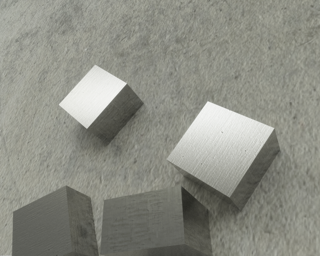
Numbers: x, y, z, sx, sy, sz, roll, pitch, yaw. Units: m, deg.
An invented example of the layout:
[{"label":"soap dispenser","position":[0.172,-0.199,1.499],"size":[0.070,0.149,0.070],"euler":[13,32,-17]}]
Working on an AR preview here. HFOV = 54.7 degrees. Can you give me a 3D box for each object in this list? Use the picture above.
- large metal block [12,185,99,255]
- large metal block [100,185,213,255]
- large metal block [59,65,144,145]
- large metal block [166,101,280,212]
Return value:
[{"label":"large metal block","position":[-0.127,0.128,0.374],"size":[0.080,0.050,0.080],"euler":[-27,53,11]},{"label":"large metal block","position":[-0.001,0.100,0.306],"size":[0.080,0.080,0.050],"euler":[-15,56,19]},{"label":"large metal block","position":[-0.086,-0.035,0.453],"size":[0.080,0.050,0.080],"euler":[34,80,38]},{"label":"large metal block","position":[0.069,0.029,0.334],"size":[0.080,0.050,0.080],"euler":[28,77,37]}]
